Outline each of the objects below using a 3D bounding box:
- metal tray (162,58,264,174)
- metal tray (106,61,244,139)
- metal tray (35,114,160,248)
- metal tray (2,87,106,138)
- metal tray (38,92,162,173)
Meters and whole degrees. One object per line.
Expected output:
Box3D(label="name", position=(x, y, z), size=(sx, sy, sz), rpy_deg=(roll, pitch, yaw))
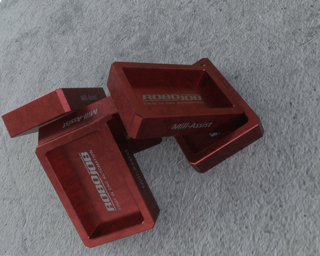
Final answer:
Box3D(label="metal tray", position=(0.053, -0.020, 0.385), size=(0.090, 0.030, 0.130), rpy_deg=(-33, 52, 6))
Box3D(label="metal tray", position=(0.017, -0.034, 0.345), size=(0.131, 0.030, 0.090), rpy_deg=(-4, 46, -28))
Box3D(label="metal tray", position=(-0.068, 0.061, 0.346), size=(0.090, 0.030, 0.129), rpy_deg=(-23, 98, 15))
Box3D(label="metal tray", position=(-0.136, -0.025, 0.429), size=(0.090, 0.130, 0.030), rpy_deg=(-22, 92, 15))
Box3D(label="metal tray", position=(-0.074, 0.010, 0.395), size=(0.130, 0.090, 0.030), rpy_deg=(-22, 54, 14))
